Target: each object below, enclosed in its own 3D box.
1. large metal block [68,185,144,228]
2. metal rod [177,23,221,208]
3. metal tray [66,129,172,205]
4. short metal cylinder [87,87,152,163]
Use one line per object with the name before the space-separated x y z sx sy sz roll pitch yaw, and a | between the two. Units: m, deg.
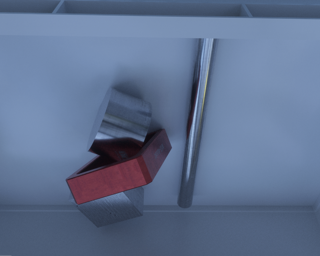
large metal block | -0.079 0.103 0.479 0.080 0.050 0.080 -19 128 15
metal rod | 0.046 0.010 0.417 0.025 0.025 0.298 1 130 -2
metal tray | -0.042 0.041 0.376 0.090 0.130 0.030 -19 98 15
short metal cylinder | -0.049 -0.002 0.370 0.050 0.080 0.079 21 127 -17
